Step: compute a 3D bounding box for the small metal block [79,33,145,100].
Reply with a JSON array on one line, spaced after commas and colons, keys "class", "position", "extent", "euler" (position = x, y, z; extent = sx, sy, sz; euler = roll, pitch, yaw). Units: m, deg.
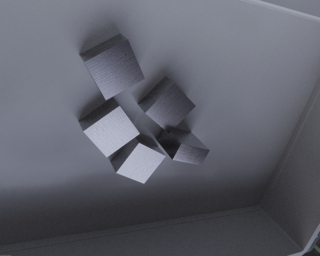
[{"class": "small metal block", "position": [-0.051, -0.067, 0.339], "extent": [0.050, 0.025, 0.050], "euler": [-31, 129, -9]}]

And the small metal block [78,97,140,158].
[{"class": "small metal block", "position": [-0.061, 0.000, 0.375], "extent": [0.050, 0.025, 0.050], "euler": [-36, 129, -4]}]

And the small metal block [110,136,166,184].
[{"class": "small metal block", "position": [-0.029, 0.042, 0.418], "extent": [0.050, 0.025, 0.050], "euler": [30, 102, -38]}]

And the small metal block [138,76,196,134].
[{"class": "small metal block", "position": [0.009, -0.029, 0.395], "extent": [0.050, 0.025, 0.050], "euler": [-46, 129, 4]}]

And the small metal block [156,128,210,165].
[{"class": "small metal block", "position": [0.031, 0.023, 0.424], "extent": [0.050, 0.050, 0.025], "euler": [15, 111, -34]}]
